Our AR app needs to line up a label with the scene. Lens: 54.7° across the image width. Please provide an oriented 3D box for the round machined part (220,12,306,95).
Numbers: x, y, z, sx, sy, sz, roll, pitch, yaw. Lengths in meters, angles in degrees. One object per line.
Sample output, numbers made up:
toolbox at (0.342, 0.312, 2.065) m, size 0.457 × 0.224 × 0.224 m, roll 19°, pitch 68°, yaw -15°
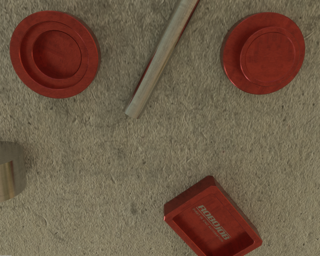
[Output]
round machined part at (0.125, -0.087, 0.371) m, size 0.099 × 0.042 × 0.097 m, roll 0°, pitch 110°, yaw -1°

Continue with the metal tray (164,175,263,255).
metal tray at (0.078, 0.144, 0.461) m, size 0.090 × 0.030 × 0.130 m, roll -37°, pitch 107°, yaw 12°

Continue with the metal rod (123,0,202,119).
metal rod at (0.032, -0.143, 0.357) m, size 0.025 × 0.025 × 0.298 m, roll 26°, pitch 108°, yaw -10°

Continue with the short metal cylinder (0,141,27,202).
short metal cylinder at (-0.217, 0.055, 0.398) m, size 0.081 × 0.080 × 0.050 m, roll 3°, pitch 110°, yaw -2°

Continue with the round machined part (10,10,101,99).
round machined part at (-0.119, -0.087, 0.367) m, size 0.099 × 0.042 × 0.097 m, roll 0°, pitch 110°, yaw -1°
